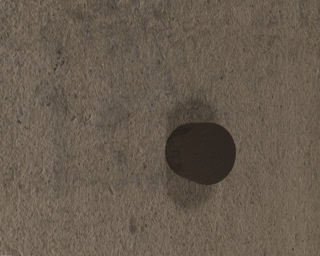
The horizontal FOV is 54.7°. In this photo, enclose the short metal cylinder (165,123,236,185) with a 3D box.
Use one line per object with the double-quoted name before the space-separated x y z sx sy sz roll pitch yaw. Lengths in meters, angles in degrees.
"short metal cylinder" 0.054 0.033 0.417 0.081 0.050 0.079 0 90 -21
